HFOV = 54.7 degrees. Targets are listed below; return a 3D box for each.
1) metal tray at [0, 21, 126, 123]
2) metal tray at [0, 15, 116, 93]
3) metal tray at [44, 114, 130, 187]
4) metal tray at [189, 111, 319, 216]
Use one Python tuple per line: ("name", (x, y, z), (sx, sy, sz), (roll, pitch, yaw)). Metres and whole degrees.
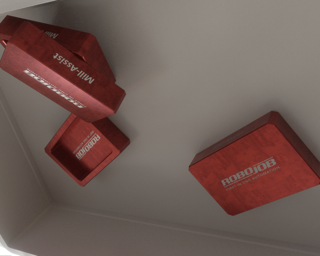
("metal tray", (-0.116, -0.057, 0.367), (0.130, 0.030, 0.090), (35, 156, -24))
("metal tray", (-0.129, -0.088, 0.391), (0.130, 0.030, 0.090), (17, 157, 18))
("metal tray", (-0.117, 0.029, 0.484), (0.090, 0.030, 0.129), (46, 129, -4))
("metal tray", (0.111, 0.048, 0.377), (0.090, 0.030, 0.129), (49, 129, -6))
